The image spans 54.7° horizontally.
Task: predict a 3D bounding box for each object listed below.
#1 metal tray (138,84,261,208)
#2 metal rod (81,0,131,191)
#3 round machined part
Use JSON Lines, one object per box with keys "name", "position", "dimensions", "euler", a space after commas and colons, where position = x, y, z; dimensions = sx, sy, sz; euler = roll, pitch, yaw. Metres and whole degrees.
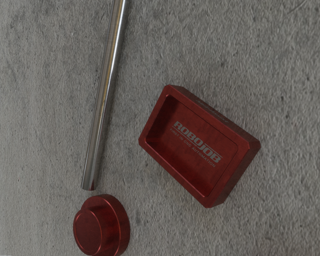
{"name": "metal tray", "position": [0.040, 0.018, 0.367], "dimensions": [0.130, 0.030, 0.089], "euler": [41, 114, 32]}
{"name": "metal rod", "position": [-0.084, -0.048, 0.471], "dimensions": [0.025, 0.025, 0.298], "euler": [19, 102, 38]}
{"name": "round machined part", "position": [-0.094, 0.152, 0.469], "dimensions": [0.098, 0.042, 0.097], "euler": [0, 90, 39]}
